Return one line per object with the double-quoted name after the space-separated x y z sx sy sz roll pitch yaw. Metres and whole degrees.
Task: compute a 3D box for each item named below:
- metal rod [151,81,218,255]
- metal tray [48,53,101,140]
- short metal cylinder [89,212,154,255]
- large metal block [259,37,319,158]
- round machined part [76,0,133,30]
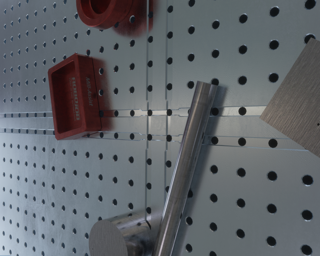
0.021 0.089 0.391 0.025 0.025 0.298 22 104 38 "metal rod"
-0.148 -0.050 0.527 0.090 0.030 0.129 -15 80 39 "metal tray"
-0.056 0.165 0.439 0.080 0.050 0.079 0 90 40 "short metal cylinder"
0.150 -0.020 0.269 0.080 0.050 0.079 41 115 32 "large metal block"
-0.079 -0.196 0.463 0.098 0.042 0.097 0 90 40 "round machined part"
